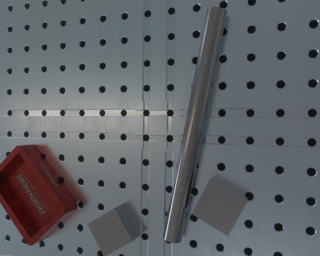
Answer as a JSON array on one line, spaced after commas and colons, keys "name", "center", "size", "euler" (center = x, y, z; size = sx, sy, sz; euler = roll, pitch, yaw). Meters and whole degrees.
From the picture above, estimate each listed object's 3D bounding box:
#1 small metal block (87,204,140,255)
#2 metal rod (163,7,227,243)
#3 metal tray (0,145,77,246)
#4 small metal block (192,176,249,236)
[{"name": "small metal block", "center": [-0.065, 0.143, 0.436], "size": [0.050, 0.025, 0.050], "euler": [-34, 79, 17]}, {"name": "metal rod", "center": [0.044, -0.001, 0.396], "size": [0.025, 0.025, 0.298], "euler": [12, 94, 19]}, {"name": "metal tray", "center": [-0.200, 0.101, 0.480], "size": [0.090, 0.030, 0.130], "euler": [-44, 77, 14]}, {"name": "small metal block", "center": [0.075, 0.096, 0.386], "size": [0.050, 0.025, 0.050], "euler": [29, 99, 17]}]
